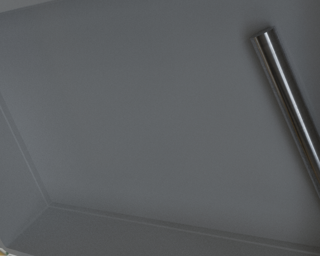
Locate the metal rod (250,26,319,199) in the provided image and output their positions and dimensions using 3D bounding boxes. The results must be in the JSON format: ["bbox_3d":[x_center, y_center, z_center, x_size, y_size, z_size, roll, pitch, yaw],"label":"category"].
[{"bbox_3d":[0.170,0.033,0.339,0.025,0.025,0.299,-18,109,35],"label":"metal rod"}]
